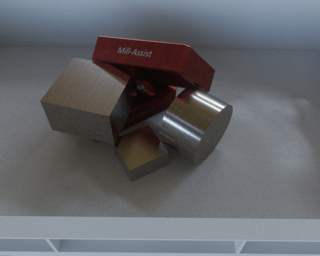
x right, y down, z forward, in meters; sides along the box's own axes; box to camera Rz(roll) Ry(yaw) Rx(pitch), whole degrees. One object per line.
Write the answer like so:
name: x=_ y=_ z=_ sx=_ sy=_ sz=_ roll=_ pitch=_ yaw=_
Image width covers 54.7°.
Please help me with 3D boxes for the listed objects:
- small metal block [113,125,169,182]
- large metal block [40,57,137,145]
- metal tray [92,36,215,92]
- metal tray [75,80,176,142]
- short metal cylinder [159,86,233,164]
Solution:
small metal block: x=-0.024 y=0.030 z=0.378 sx=0.050 sy=0.025 sz=0.050 roll=-23 pitch=54 yaw=-19
large metal block: x=-0.080 y=-0.034 z=0.373 sx=0.080 sy=0.050 sz=0.080 roll=13 pitch=51 yaw=10
metal tray: x=-0.008 y=-0.080 z=0.390 sx=0.130 sy=0.090 sz=0.030 roll=15 pitch=89 yaw=30
metal tray: x=-0.054 y=-0.045 z=0.436 sx=0.131 sy=0.030 sz=0.090 roll=-27 pitch=55 yaw=-22
short metal cylinder: x=0.044 y=-0.004 z=0.372 sx=0.050 sy=0.080 sz=0.080 roll=32 pitch=57 yaw=24
